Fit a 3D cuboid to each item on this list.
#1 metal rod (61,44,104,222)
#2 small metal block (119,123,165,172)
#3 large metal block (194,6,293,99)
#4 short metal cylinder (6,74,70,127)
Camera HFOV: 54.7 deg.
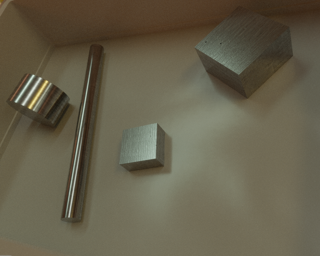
[{"bbox_3d":[-0.112,-0.012,0.469,0.025,0.025,0.299,-13,56,21],"label":"metal rod"},{"bbox_3d":[-0.022,0.025,0.400,0.050,0.025,0.050,-11,57,21],"label":"small metal block"},{"bbox_3d":[0.106,-0.097,0.393,0.080,0.050,0.080,-43,51,-2],"label":"large metal block"},{"bbox_3d":[-0.193,-0.043,0.495,0.080,0.080,0.050,13,69,33],"label":"short metal cylinder"}]
